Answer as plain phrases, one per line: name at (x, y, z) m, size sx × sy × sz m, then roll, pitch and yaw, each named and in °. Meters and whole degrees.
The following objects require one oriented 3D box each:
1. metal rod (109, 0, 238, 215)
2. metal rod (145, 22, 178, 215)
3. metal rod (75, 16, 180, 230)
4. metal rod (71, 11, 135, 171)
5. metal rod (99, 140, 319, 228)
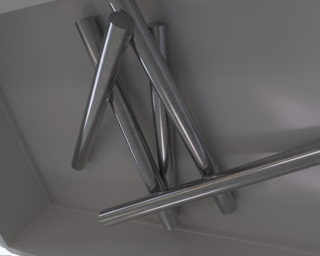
metal rod at (0.027, -0.010, 0.367) m, size 0.025 × 0.025 × 0.299 m, roll -13°, pitch 119°, yaw 33°
metal rod at (0.006, 0.015, 0.414) m, size 0.025 × 0.025 × 0.298 m, roll 9°, pitch 123°, yaw 23°
metal rod at (-0.037, 0.003, 0.410) m, size 0.025 × 0.025 × 0.299 m, roll -13°, pitch 106°, yaw 33°
metal rod at (-0.086, -0.020, 0.404) m, size 0.025 × 0.025 × 0.298 m, roll 36°, pitch 141°, yaw 4°
metal rod at (0.052, 0.075, 0.382) m, size 0.300 × 0.025 × 0.025 m, roll -22°, pitch 107°, yaw 21°
